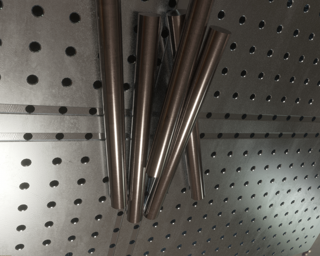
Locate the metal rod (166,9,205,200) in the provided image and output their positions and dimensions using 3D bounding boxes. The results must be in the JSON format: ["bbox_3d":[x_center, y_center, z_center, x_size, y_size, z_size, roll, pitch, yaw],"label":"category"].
[{"bbox_3d":[0.041,-0.009,0.430,0.025,0.025,0.298,-22,127,-16],"label":"metal rod"}]

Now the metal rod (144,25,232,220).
[{"bbox_3d":[0.025,0.014,0.411,0.025,0.025,0.298,-1,126,-28],"label":"metal rod"}]

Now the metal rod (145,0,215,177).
[{"bbox_3d":[0.027,-0.070,0.351,0.025,0.025,0.298,-1,120,-29],"label":"metal rod"}]

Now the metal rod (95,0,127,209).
[{"bbox_3d":[-0.055,-0.019,0.370,0.025,0.025,0.298,-12,124,-22],"label":"metal rod"}]

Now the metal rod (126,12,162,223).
[{"bbox_3d":[-0.025,0.008,0.403,0.025,0.025,0.298,-8,122,-25],"label":"metal rod"}]
